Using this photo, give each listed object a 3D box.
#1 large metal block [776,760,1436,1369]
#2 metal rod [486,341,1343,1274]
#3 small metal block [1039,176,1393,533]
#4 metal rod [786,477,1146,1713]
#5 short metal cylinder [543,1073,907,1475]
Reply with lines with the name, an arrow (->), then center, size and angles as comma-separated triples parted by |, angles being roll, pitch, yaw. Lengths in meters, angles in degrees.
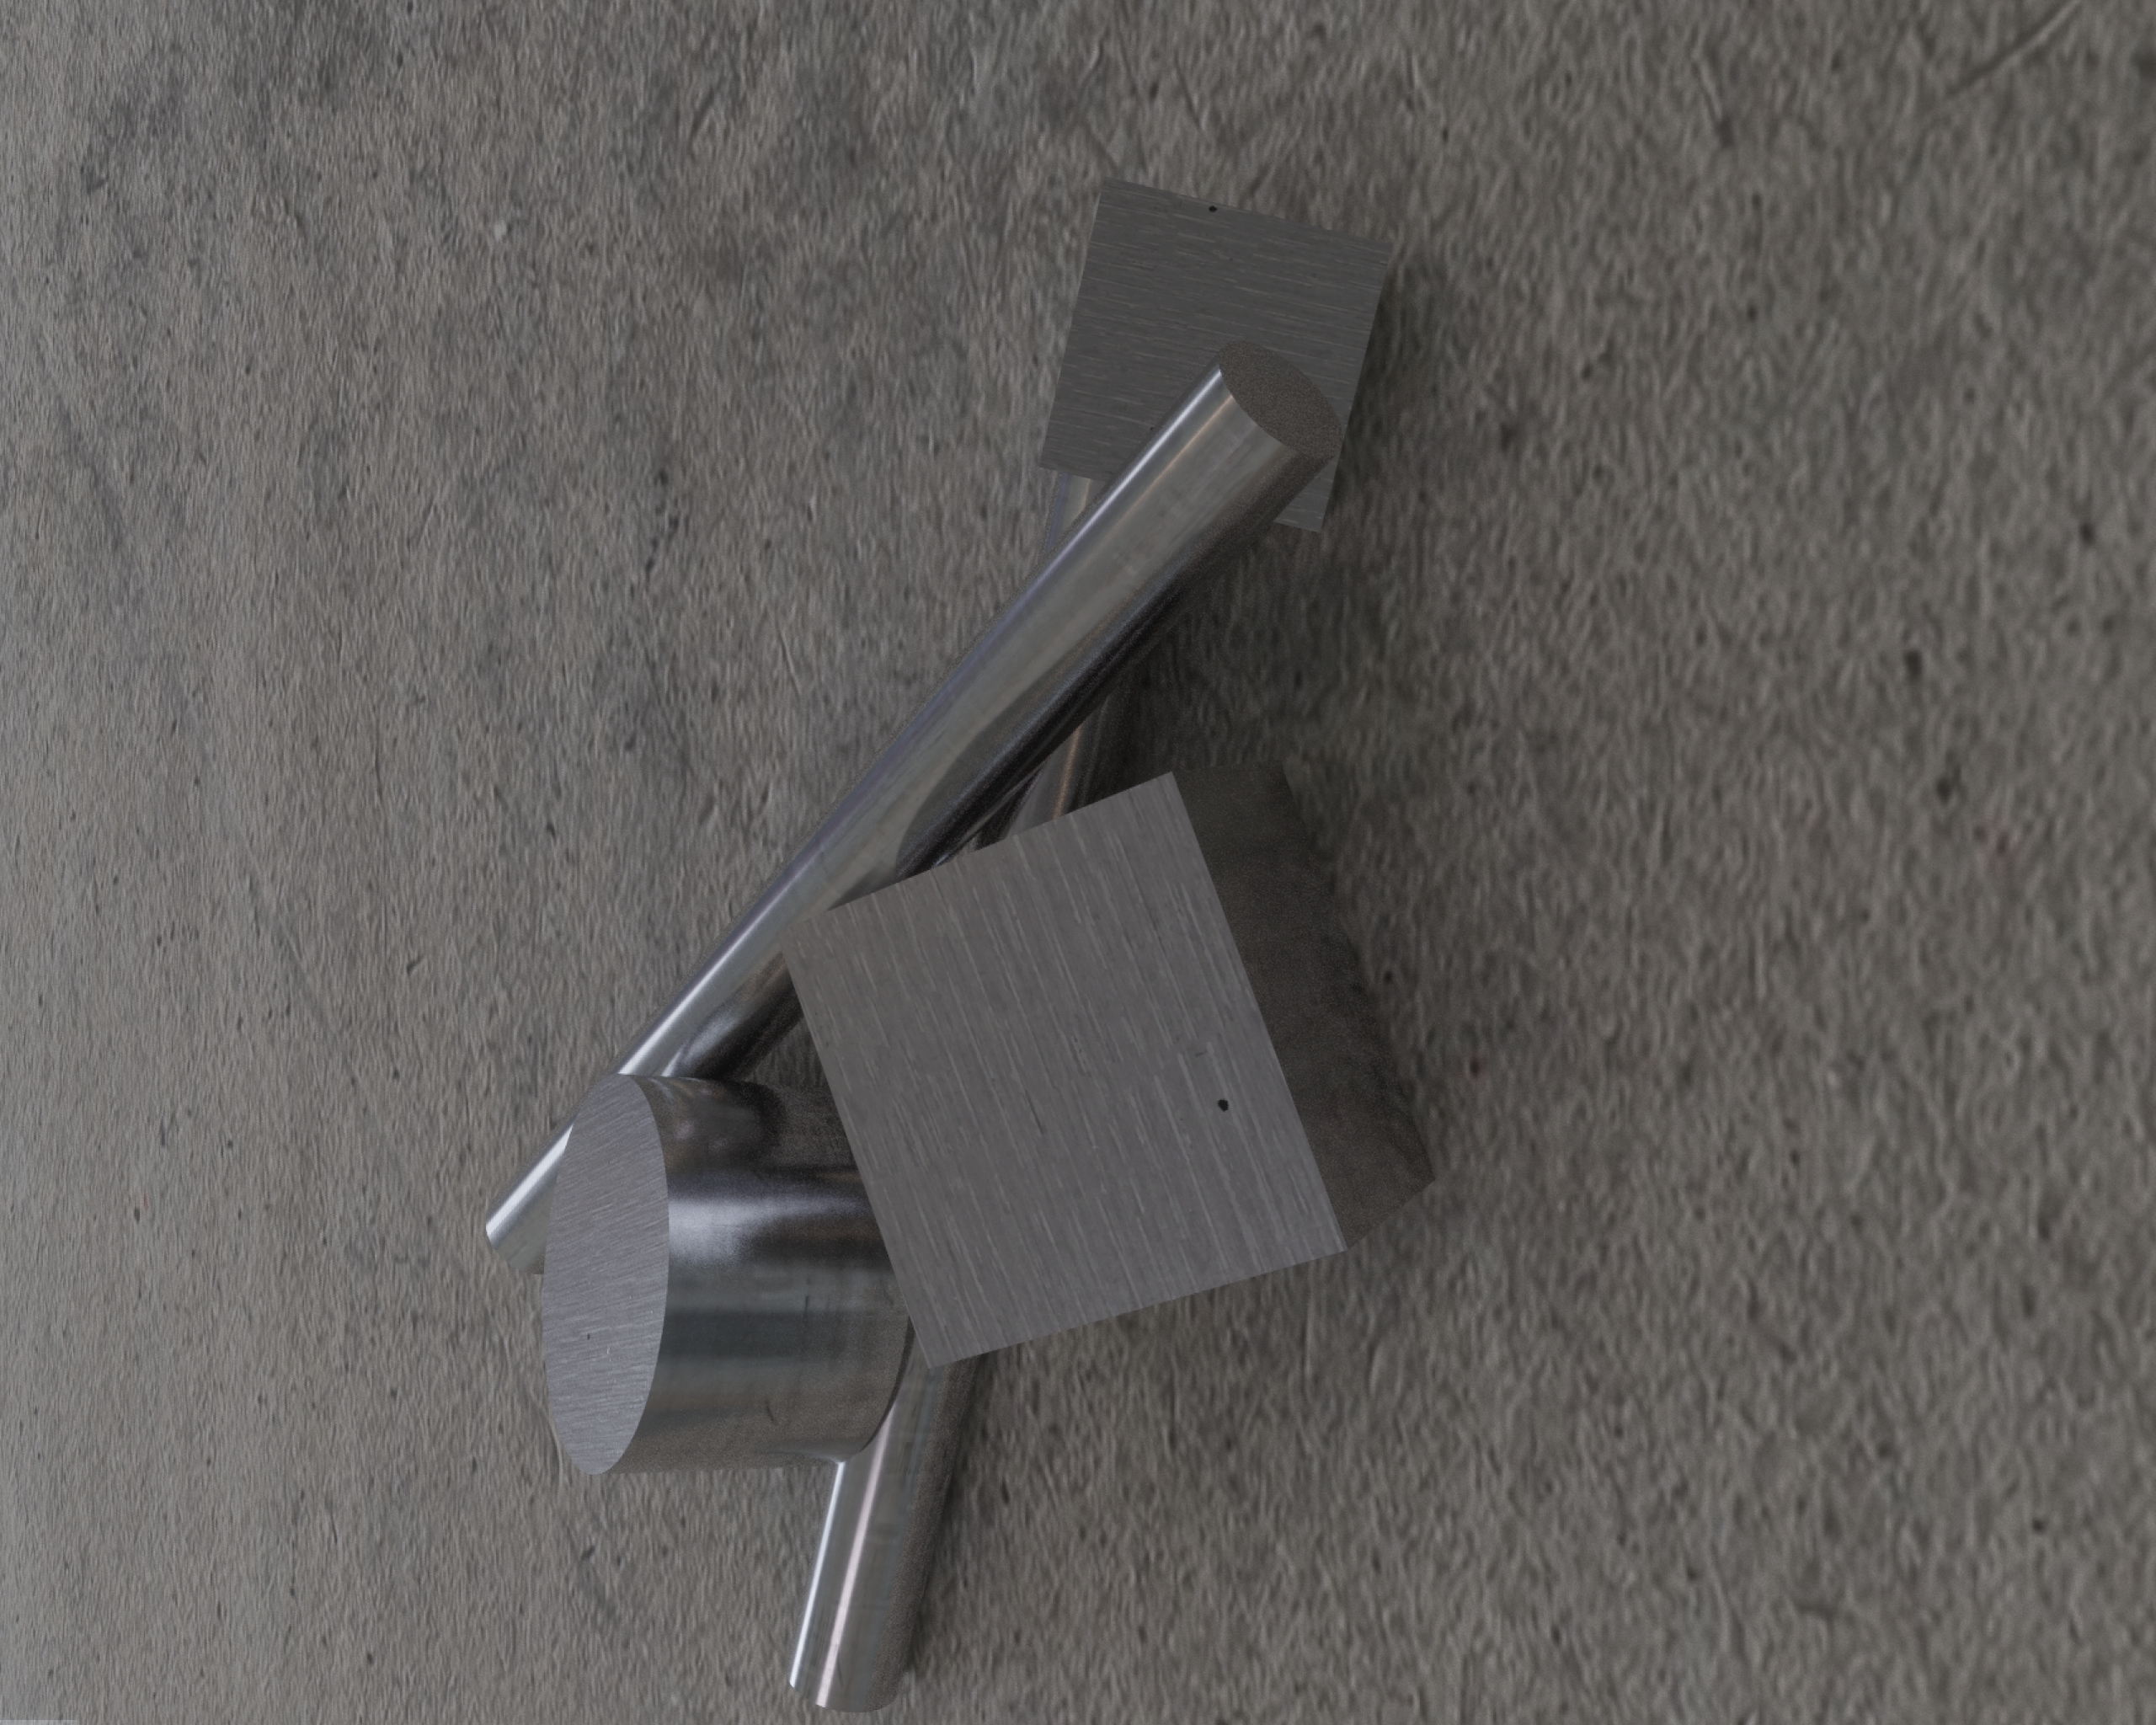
large metal block -> 0.005, 0.034, 0.366 | 0.080, 0.050, 0.080 | -22, 85, 25
metal rod -> -0.051, 0.008, 0.426 | 0.298, 0.025, 0.025 | -45, 63, 38
small metal block -> 0.024, -0.089, 0.371 | 0.050, 0.025, 0.050 | 13, 100, -1
metal rod -> -0.016, 0.032, 0.419 | 0.025, 0.025, 0.298 | 22, 104, 38
short metal cylinder -> -0.075, 0.085, 0.435 | 0.080, 0.050, 0.080 | -20, 66, 57
